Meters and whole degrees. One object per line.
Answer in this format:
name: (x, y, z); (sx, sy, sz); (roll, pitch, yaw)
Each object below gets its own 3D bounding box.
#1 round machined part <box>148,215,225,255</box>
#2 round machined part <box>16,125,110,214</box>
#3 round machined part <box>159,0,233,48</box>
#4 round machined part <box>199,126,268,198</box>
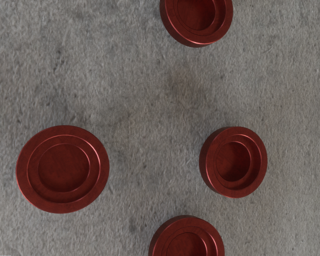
round machined part: (0.032, 0.165, 0.409); (0.099, 0.042, 0.097); (2, 83, -17)
round machined part: (-0.111, 0.045, 0.359); (0.099, 0.042, 0.097); (0, 90, -21)
round machined part: (0.045, -0.157, 0.418); (0.099, 0.042, 0.097); (0, 90, -21)
round machined part: (0.099, 0.046, 0.438); (0.099, 0.042, 0.097); (0, 90, -21)
